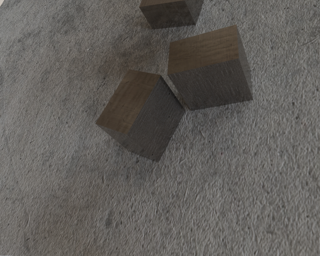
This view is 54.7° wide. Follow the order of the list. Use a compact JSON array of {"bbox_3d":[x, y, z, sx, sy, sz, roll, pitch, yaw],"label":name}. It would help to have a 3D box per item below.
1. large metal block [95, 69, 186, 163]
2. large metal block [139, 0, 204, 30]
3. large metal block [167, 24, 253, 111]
[{"bbox_3d":[-0.020,-0.014,0.388,0.050,0.080,0.080,17,71,35],"label":"large metal block"},{"bbox_3d":[0.024,-0.212,0.506,0.080,0.050,0.080,5,64,30],"label":"large metal block"},{"bbox_3d":[0.063,-0.069,0.377,0.080,0.080,0.050,-9,58,23],"label":"large metal block"}]
